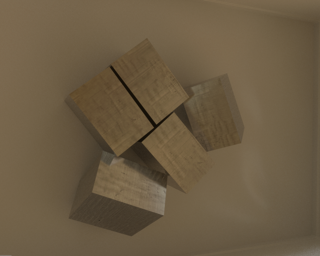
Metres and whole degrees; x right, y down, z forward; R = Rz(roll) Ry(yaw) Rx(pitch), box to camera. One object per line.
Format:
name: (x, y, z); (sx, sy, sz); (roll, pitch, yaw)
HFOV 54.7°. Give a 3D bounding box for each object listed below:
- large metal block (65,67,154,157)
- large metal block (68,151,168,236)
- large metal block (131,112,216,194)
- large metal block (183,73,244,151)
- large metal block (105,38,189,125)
large metal block: (-0.062, -0.017, 0.358); (0.050, 0.080, 0.080); (-39, 103, -16)
large metal block: (-0.048, 0.079, 0.356); (0.080, 0.080, 0.050); (23, 48, -19)
large metal block: (0.009, 0.028, 0.384); (0.050, 0.080, 0.080); (-44, 104, -15)
large metal block: (0.071, -0.022, 0.400); (0.050, 0.080, 0.080); (-17, 98, 21)
large metal block: (-0.023, -0.051, 0.372); (0.050, 0.080, 0.080); (-41, 103, -16)
